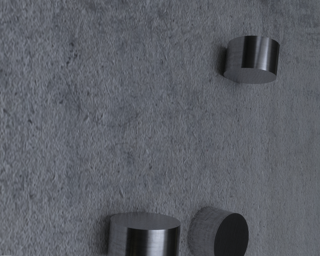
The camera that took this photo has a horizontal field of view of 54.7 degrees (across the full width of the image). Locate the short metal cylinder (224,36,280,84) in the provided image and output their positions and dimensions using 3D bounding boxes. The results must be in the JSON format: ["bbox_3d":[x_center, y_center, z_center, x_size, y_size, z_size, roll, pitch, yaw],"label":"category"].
[{"bbox_3d":[0.144,-0.105,0.489,0.081,0.080,0.050,14,81,-39],"label":"short metal cylinder"}]

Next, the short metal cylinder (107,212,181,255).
[{"bbox_3d":[-0.018,0.130,0.354,0.081,0.080,0.050,7,86,-40],"label":"short metal cylinder"}]

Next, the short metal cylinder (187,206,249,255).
[{"bbox_3d":[0.087,0.162,0.462,0.081,0.050,0.080,0,90,-40],"label":"short metal cylinder"}]
